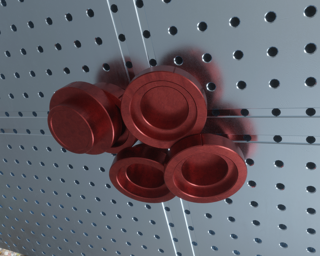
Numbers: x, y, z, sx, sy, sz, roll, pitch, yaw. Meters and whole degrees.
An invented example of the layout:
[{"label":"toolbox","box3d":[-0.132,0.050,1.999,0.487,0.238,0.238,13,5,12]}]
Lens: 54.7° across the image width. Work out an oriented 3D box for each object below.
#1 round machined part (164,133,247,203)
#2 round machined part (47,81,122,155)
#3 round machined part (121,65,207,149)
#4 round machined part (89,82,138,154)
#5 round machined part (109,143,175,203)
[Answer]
[{"label":"round machined part","box3d":[0.054,0.045,0.383,0.099,0.042,0.097,1,127,1]},{"label":"round machined part","box3d":[-0.102,-0.006,0.393,0.098,0.042,0.097,13,124,20]},{"label":"round machined part","box3d":[0.006,-0.027,0.367,0.099,0.042,0.097,4,119,7]},{"label":"round machined part","box3d":[-0.065,-0.017,0.422,0.098,0.042,0.097,13,124,20]},{"label":"round machined part","box3d":[-0.018,0.059,0.433,0.099,0.042,0.097,7,133,8]}]
